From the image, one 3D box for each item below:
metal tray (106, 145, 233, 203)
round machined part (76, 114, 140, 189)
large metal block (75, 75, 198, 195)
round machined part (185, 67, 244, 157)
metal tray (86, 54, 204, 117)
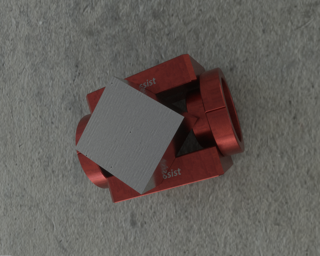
[{"bbox_3d":[0.015,0.051,0.368,0.130,0.090,0.030,-18,84,18],"label":"metal tray"},{"bbox_3d":[-0.059,0.024,0.391,0.042,0.098,0.097,-16,85,19],"label":"round machined part"},{"bbox_3d":[-0.022,0.005,0.306,0.080,0.050,0.080,31,100,17],"label":"large metal block"},{"bbox_3d":[0.060,-0.015,0.349,0.042,0.098,0.097,-16,85,19],"label":"round machined part"},{"bbox_3d":[-0.011,-0.044,0.380,0.130,0.090,0.030,-19,84,18],"label":"metal tray"}]
